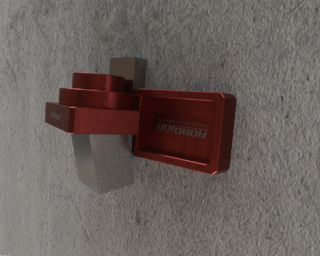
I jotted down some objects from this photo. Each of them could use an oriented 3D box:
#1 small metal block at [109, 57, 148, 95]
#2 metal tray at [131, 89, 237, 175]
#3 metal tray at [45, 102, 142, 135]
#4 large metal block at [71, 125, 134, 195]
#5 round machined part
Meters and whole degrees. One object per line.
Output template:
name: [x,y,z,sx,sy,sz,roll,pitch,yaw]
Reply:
small metal block: [-0.047,-0.074,0.443,0.050,0.025,0.050,9,95,39]
metal tray: [0.024,0.000,0.382,0.130,0.030,0.089,8,95,39]
metal tray: [-0.094,-0.015,0.417,0.130,0.091,0.030,12,99,57]
large metal block: [-0.082,0.037,0.431,0.080,0.050,0.079,11,111,57]
round machined part: [-0.082,-0.049,0.410,0.098,0.099,0.042,8,95,39]
